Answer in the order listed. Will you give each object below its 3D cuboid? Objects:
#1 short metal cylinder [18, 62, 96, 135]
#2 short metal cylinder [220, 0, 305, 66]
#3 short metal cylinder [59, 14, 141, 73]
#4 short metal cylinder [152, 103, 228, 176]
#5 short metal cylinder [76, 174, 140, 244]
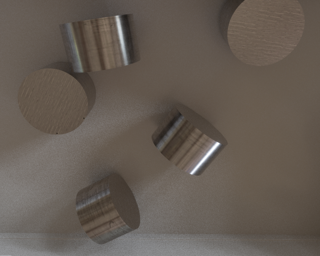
[{"bbox_3d":[-0.124,-0.038,0.382,0.081,0.050,0.079,0,110,-1],"label":"short metal cylinder"},{"bbox_3d":[0.112,-0.117,0.348,0.081,0.050,0.079,0,122,0],"label":"short metal cylinder"},{"bbox_3d":[-0.066,-0.096,0.346,0.080,0.080,0.050,-8,110,2],"label":"short metal cylinder"},{"bbox_3d":[0.037,0.013,0.388,0.080,0.080,0.050,34,106,-12],"label":"short metal cylinder"},{"bbox_3d":[-0.069,0.109,0.421,0.050,0.080,0.080,-27,108,9],"label":"short metal cylinder"}]
